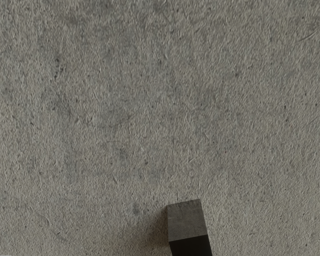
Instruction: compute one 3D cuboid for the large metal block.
[{"bbox_3d":[0.044,0.161,0.440,0.050,0.080,0.080,-12,110,4],"label":"large metal block"}]
